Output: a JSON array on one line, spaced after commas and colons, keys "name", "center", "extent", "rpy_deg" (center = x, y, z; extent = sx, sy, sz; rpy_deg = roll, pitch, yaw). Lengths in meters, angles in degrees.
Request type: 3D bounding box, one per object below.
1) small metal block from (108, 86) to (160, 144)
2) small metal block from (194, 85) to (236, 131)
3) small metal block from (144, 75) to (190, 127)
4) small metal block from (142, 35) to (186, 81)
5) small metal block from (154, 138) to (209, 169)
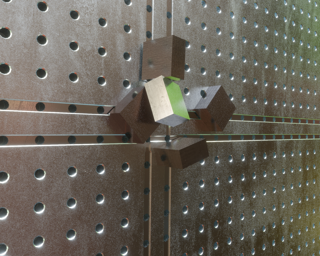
[{"name": "small metal block", "center": [-0.027, -0.016, 0.386], "extent": [0.050, 0.025, 0.050], "rpy_deg": [-50, 120, -28]}, {"name": "small metal block", "center": [0.086, -0.030, 0.480], "extent": [0.050, 0.025, 0.050], "rpy_deg": [50, 61, -28]}, {"name": "small metal block", "center": [0.010, -0.032, 0.386], "extent": [0.050, 0.025, 0.050], "rpy_deg": [15, 55, -62]}, {"name": "small metal block", "center": [0.004, -0.086, 0.393], "extent": [0.025, 0.050, 0.050], "rpy_deg": [5, 87, -47]}, {"name": "small metal block", "center": [0.029, 0.032, 0.416], "extent": [0.050, 0.050, 0.025], "rpy_deg": [-19, 103, -38]}]
